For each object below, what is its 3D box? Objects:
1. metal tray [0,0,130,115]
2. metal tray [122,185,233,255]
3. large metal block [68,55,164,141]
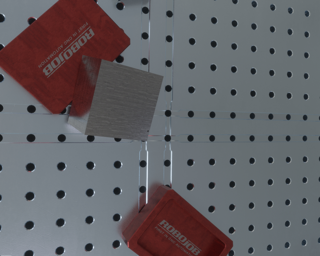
[{"bbox_3d":[-0.111,-0.090,0.369,0.090,0.030,0.130,45,76,-15],"label":"metal tray"},{"bbox_3d":[0.027,0.152,0.420,0.130,0.030,0.090,43,76,-15],"label":"metal tray"},{"bbox_3d":[-0.051,-0.033,0.360,0.081,0.050,0.079,8,100,-38],"label":"large metal block"}]
